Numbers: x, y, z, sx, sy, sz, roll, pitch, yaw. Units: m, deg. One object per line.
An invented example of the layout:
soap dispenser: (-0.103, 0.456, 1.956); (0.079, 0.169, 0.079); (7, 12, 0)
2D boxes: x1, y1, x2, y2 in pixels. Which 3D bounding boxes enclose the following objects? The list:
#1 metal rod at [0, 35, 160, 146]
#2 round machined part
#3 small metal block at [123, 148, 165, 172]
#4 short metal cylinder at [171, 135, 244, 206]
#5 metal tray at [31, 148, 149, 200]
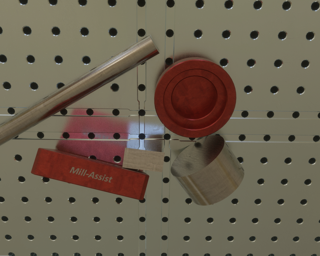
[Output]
metal rod: (-0.137, -0.032, 0.399); (0.301, 0.025, 0.025); (-28, 108, 9)
round machined part: (0.042, -0.040, 0.390); (0.099, 0.042, 0.097); (0, 110, -1)
small metal block: (-0.022, 0.043, 0.412); (0.050, 0.050, 0.025); (8, 83, -4)
short metal cylinder: (0.062, 0.054, 0.405); (0.080, 0.080, 0.050); (-33, 107, 11)
metal tray: (-0.084, 0.057, 0.396); (0.131, 0.090, 0.030); (15, 83, -6)
